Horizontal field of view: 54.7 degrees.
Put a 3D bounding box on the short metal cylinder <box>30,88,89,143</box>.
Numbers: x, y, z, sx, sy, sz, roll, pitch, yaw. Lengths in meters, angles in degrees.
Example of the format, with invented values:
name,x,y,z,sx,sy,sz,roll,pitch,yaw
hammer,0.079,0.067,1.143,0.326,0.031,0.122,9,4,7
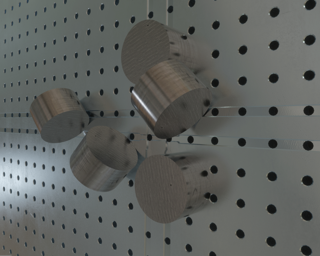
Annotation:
name,x,y,z,sx,sy,sz,roll,pitch,yaw
short metal cylinder,-0.164,-0.020,0.510,0.080,0.081,0.050,-49,61,29

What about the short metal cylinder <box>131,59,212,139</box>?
name,x,y,z,sx,sy,sz,roll,pitch,yaw
short metal cylinder,0.014,-0.033,0.362,0.050,0.081,0.080,52,121,27

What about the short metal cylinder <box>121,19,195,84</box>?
name,x,y,z,sx,sy,sz,roll,pitch,yaw
short metal cylinder,-0.003,-0.092,0.396,0.080,0.050,0.079,0,90,40

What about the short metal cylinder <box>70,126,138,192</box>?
name,x,y,z,sx,sy,sz,roll,pitch,yaw
short metal cylinder,-0.079,0.043,0.439,0.050,0.081,0.080,-49,61,29

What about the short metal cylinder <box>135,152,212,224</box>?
name,x,y,z,sx,sy,sz,roll,pitch,yaw
short metal cylinder,0.015,0.071,0.381,0.080,0.050,0.079,0,90,40
